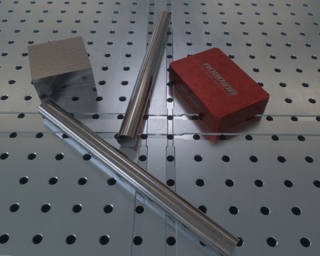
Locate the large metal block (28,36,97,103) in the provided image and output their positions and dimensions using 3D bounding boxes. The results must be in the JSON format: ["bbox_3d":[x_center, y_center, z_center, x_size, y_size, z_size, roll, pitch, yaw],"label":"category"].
[{"bbox_3d":[-0.146,-0.087,0.463,0.081,0.050,0.080,-15,52,-12],"label":"large metal block"}]

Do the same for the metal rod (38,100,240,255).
[{"bbox_3d":[-0.043,0.046,0.368,0.300,0.025,0.025,33,57,24],"label":"metal rod"}]

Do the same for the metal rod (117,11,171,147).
[{"bbox_3d":[-0.017,-0.096,0.488,0.025,0.025,0.300,8,50,6],"label":"metal rod"}]

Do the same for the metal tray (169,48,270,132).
[{"bbox_3d":[0.082,-0.061,0.456,0.091,0.030,0.130,-22,54,-18],"label":"metal tray"}]
